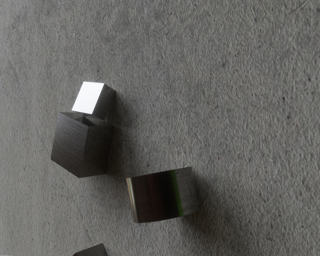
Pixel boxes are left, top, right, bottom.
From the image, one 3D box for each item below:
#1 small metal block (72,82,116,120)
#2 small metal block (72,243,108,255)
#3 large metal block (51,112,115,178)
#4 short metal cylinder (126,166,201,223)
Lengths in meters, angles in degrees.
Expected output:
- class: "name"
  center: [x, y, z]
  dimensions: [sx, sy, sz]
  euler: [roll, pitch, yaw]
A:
- class: "small metal block"
  center: [-0.103, -0.043, 0.480]
  dimensions: [0.050, 0.025, 0.050]
  euler: [11, 76, 39]
- class: "small metal block"
  center: [-0.104, 0.212, 0.475]
  dimensions: [0.025, 0.050, 0.050]
  euler: [-47, 62, 30]
- class: "large metal block"
  center: [-0.124, 0.024, 0.491]
  dimensions: [0.080, 0.050, 0.079]
  euler: [21, 104, 38]
- class: "short metal cylinder"
  center: [0.003, 0.077, 0.367]
  dimensions: [0.080, 0.081, 0.050]
  euler: [-18, 79, 38]
